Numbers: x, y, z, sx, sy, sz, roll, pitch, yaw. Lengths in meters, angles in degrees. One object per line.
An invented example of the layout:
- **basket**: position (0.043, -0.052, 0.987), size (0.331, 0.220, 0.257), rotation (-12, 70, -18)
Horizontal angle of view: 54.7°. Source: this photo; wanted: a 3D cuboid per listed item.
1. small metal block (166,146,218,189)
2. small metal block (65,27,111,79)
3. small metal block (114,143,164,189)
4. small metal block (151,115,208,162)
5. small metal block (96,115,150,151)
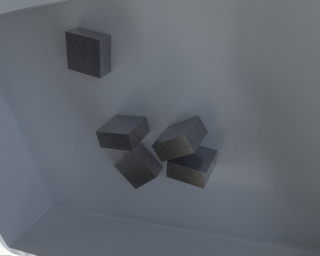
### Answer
- **small metal block**: position (0.042, 0.046, 0.399), size (0.050, 0.050, 0.025), rotation (15, 125, 20)
- **small metal block**: position (-0.091, -0.097, 0.397), size (0.050, 0.025, 0.050), rotation (18, 126, 17)
- **small metal block**: position (-0.032, 0.057, 0.461), size (0.050, 0.025, 0.050), rotation (48, 129, -6)
- **small metal block**: position (0.025, 0.013, 0.387), size (0.050, 0.050, 0.025), rotation (-20, 107, 36)
- **small metal block**: position (-0.050, 0.005, 0.422), size (0.050, 0.050, 0.025), rotation (4, 120, 26)
